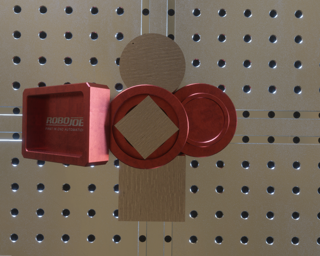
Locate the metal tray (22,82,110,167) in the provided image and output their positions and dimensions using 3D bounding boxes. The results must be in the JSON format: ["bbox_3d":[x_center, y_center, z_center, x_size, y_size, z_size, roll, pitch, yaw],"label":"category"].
[{"bbox_3d":[-0.117,-0.005,0.374,0.130,0.030,0.089,1,90,37],"label":"metal tray"}]

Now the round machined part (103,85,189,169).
[{"bbox_3d":[-0.016,-0.001,0.376,0.099,0.042,0.097,0,90,0],"label":"round machined part"}]

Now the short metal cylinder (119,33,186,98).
[{"bbox_3d":[-0.009,-0.075,0.400,0.081,0.050,0.080,0,90,0],"label":"short metal cylinder"}]

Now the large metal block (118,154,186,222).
[{"bbox_3d":[-0.009,0.073,0.398,0.081,0.050,0.080,1,90,0],"label":"large metal block"}]

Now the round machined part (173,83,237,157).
[{"bbox_3d":[0.052,-0.010,0.404,0.099,0.042,0.097,0,90,0],"label":"round machined part"}]

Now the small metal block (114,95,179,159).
[{"bbox_3d":[-0.015,-0.001,0.351,0.050,0.025,0.050,-42,90,0],"label":"small metal block"}]
